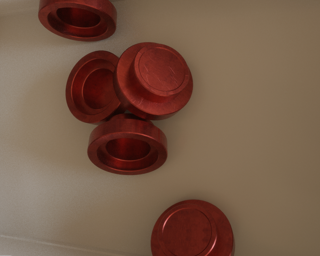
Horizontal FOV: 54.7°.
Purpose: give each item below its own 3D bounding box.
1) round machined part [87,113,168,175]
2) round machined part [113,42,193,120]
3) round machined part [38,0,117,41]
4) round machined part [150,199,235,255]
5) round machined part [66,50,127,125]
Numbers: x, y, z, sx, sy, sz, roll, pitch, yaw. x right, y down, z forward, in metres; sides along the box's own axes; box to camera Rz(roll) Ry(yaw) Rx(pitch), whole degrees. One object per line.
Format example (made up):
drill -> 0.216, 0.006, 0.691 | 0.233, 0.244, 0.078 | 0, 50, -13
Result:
round machined part -> -0.040, 0.018, 0.395 | 0.098, 0.098, 0.042 | -16, 50, 19
round machined part -> -0.004, -0.062, 0.373 | 0.099, 0.042, 0.098 | 7, 70, -19
round machined part -> -0.106, -0.156, 0.409 | 0.098, 0.098, 0.042 | -3, 78, 19
round machined part -> 0.036, 0.129, 0.362 | 0.098, 0.042, 0.098 | -10, 50, 12
round machined part -> -0.076, -0.051, 0.421 | 0.098, 0.042, 0.097 | -4, 80, 26
